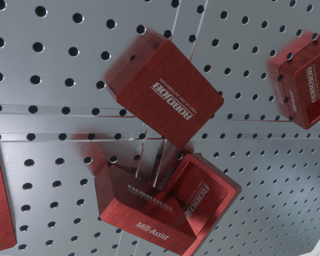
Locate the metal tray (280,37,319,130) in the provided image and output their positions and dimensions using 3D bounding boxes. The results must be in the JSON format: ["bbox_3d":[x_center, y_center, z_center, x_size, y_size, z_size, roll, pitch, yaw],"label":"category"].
[{"bbox_3d":[0.249,-0.069,0.499,0.090,0.030,0.130,-37,129,-4],"label":"metal tray"}]

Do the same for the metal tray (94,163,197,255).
[{"bbox_3d":[-0.020,0.105,0.405,0.130,0.090,0.030,34,100,-26],"label":"metal tray"}]

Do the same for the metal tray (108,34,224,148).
[{"bbox_3d":[0.012,-0.041,0.389,0.090,0.030,0.130,-48,129,5],"label":"metal tray"}]

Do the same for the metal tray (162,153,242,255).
[{"bbox_3d":[0.047,0.113,0.461,0.129,0.090,0.030,-58,155,13],"label":"metal tray"}]

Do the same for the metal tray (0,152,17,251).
[{"bbox_3d":[-0.218,0.090,0.344,0.091,0.030,0.129,-9,122,-24],"label":"metal tray"}]
